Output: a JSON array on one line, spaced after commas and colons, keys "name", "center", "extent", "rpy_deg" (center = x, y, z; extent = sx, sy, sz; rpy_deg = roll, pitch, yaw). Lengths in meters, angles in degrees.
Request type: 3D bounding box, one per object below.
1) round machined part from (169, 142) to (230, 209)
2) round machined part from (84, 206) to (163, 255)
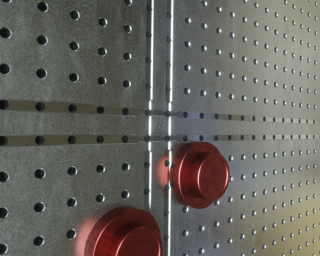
[{"name": "round machined part", "center": [0.064, 0.069, 0.451], "extent": [0.099, 0.042, 0.097], "rpy_deg": [0, 90, -40]}, {"name": "round machined part", "center": [-0.035, 0.146, 0.368], "extent": [0.099, 0.042, 0.097], "rpy_deg": [0, 90, -40]}]
